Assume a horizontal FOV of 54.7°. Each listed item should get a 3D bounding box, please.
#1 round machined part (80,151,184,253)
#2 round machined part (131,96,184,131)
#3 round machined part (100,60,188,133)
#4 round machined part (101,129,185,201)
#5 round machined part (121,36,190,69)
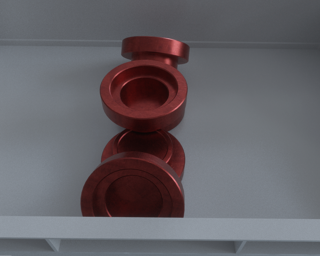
[{"bbox_3d":[-0.025,0.070,0.310,0.099,0.097,0.042,5,13,3],"label":"round machined part"},{"bbox_3d":[-0.014,-0.041,0.426,0.099,0.042,0.098,0,50,0],"label":"round machined part"},{"bbox_3d":[-0.018,-0.033,0.364,0.099,0.042,0.098,0,50,0],"label":"round machined part"},{"bbox_3d":[-0.020,0.034,0.362,0.099,0.042,0.098,0,50,0],"label":"round machined part"},{"bbox_3d":[-0.008,-0.101,0.453,0.099,0.098,0.042,5,93,4],"label":"round machined part"}]
